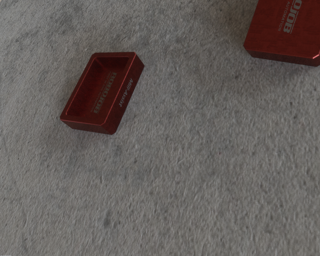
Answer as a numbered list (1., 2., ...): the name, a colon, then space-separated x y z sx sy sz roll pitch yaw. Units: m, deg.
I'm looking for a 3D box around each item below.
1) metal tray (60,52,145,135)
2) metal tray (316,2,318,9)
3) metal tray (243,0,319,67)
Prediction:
1. metal tray: -0.088 -0.057 0.480 0.090 0.030 0.130 7 65 31
2. metal tray: 0.212 -0.227 0.404 0.090 0.030 0.130 -36 61 16
3. metal tray: 0.167 -0.147 0.376 0.090 0.030 0.129 19 91 35
